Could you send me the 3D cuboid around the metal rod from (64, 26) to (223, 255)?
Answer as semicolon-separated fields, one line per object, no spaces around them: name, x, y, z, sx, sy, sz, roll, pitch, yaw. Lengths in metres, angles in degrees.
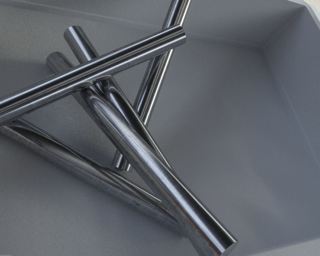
metal rod;-0.029;0.001;0.339;0.025;0.025;0.299;-20;68;-36

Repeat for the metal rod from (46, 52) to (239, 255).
metal rod;-0.041;0.004;0.309;0.025;0.025;0.300;-19;49;-36

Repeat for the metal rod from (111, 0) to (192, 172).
metal rod;0.003;-0.091;0.387;0.025;0.025;0.299;22;78;-16

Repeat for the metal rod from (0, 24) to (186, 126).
metal rod;-0.102;-0.044;0.319;0.302;0.025;0.025;-28;77;-19

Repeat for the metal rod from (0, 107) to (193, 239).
metal rod;-0.091;0.037;0.334;0.301;0.025;0.025;32;51;-8
